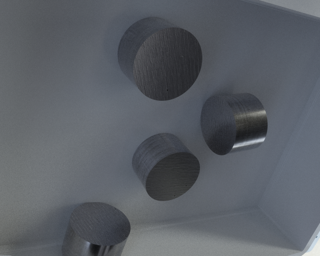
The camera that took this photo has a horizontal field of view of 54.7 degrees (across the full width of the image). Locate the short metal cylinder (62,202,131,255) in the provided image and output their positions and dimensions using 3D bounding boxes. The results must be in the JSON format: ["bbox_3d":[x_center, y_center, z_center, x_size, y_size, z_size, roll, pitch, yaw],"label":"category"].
[{"bbox_3d":[-0.086,0.146,0.416,0.081,0.080,0.050,7,115,-32],"label":"short metal cylinder"}]

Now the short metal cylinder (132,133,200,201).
[{"bbox_3d":[0.008,0.054,0.430,0.081,0.050,0.079,-14,124,-21],"label":"short metal cylinder"}]

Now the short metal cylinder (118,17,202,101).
[{"bbox_3d":[-0.001,-0.077,0.344,0.081,0.050,0.079,-14,124,-21],"label":"short metal cylinder"}]

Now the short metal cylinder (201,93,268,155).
[{"bbox_3d":[0.099,-0.006,0.423,0.050,0.080,0.079,-8,122,-24],"label":"short metal cylinder"}]
